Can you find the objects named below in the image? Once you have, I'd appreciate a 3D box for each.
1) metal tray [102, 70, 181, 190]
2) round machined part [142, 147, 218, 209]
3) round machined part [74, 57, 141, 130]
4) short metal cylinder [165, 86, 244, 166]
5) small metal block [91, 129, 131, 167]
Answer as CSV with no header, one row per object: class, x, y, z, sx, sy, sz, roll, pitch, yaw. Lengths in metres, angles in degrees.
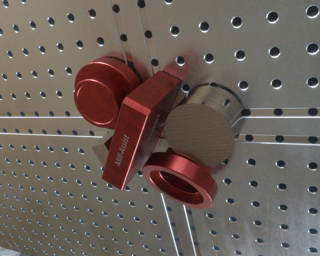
metal tray,-0.024,0.004,0.379,0.030,0.090,0.129,29,128,10
round machined part,0.030,0.060,0.402,0.098,0.042,0.098,23,151,14
round machined part,-0.073,-0.039,0.408,0.098,0.042,0.097,13,124,21
short metal cylinder,0.052,-0.003,0.360,0.080,0.050,0.079,13,124,21
small metal block,-0.062,0.032,0.442,0.025,0.050,0.050,-16,110,34
